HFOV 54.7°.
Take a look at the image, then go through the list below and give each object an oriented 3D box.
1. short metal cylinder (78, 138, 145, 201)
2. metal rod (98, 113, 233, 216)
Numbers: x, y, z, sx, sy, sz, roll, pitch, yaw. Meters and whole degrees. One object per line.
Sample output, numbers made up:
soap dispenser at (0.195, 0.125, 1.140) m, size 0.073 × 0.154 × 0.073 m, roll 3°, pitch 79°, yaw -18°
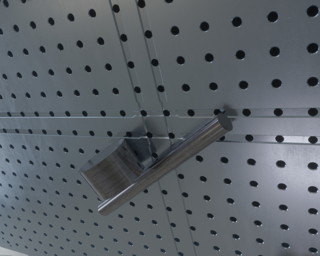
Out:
short metal cylinder at (-0.070, 0.059, 0.449) m, size 0.080 × 0.080 × 0.050 m, roll -27°, pitch 104°, yaw 37°
metal rod at (-0.011, 0.069, 0.459) m, size 0.025 × 0.025 × 0.299 m, roll 46°, pitch 129°, yaw -4°
